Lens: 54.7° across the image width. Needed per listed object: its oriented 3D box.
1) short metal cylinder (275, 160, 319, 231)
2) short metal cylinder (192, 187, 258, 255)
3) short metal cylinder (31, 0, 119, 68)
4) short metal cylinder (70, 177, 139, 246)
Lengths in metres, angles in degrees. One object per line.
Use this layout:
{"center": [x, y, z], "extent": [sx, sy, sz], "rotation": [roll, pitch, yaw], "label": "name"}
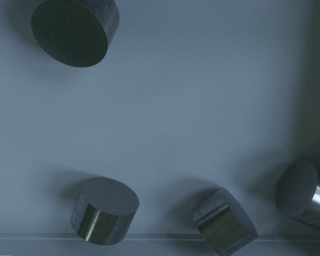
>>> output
{"center": [0.203, 0.090, 0.417], "extent": [0.050, 0.080, 0.080], "rotation": [25, 108, -9], "label": "short metal cylinder"}
{"center": [0.090, 0.130, 0.431], "extent": [0.050, 0.080, 0.080], "rotation": [-40, 106, 13], "label": "short metal cylinder"}
{"center": [-0.090, -0.113, 0.337], "extent": [0.080, 0.050, 0.080], "rotation": [7, 140, 6], "label": "short metal cylinder"}
{"center": [-0.075, 0.111, 0.422], "extent": [0.080, 0.080, 0.050], "rotation": [21, 109, -8], "label": "short metal cylinder"}
